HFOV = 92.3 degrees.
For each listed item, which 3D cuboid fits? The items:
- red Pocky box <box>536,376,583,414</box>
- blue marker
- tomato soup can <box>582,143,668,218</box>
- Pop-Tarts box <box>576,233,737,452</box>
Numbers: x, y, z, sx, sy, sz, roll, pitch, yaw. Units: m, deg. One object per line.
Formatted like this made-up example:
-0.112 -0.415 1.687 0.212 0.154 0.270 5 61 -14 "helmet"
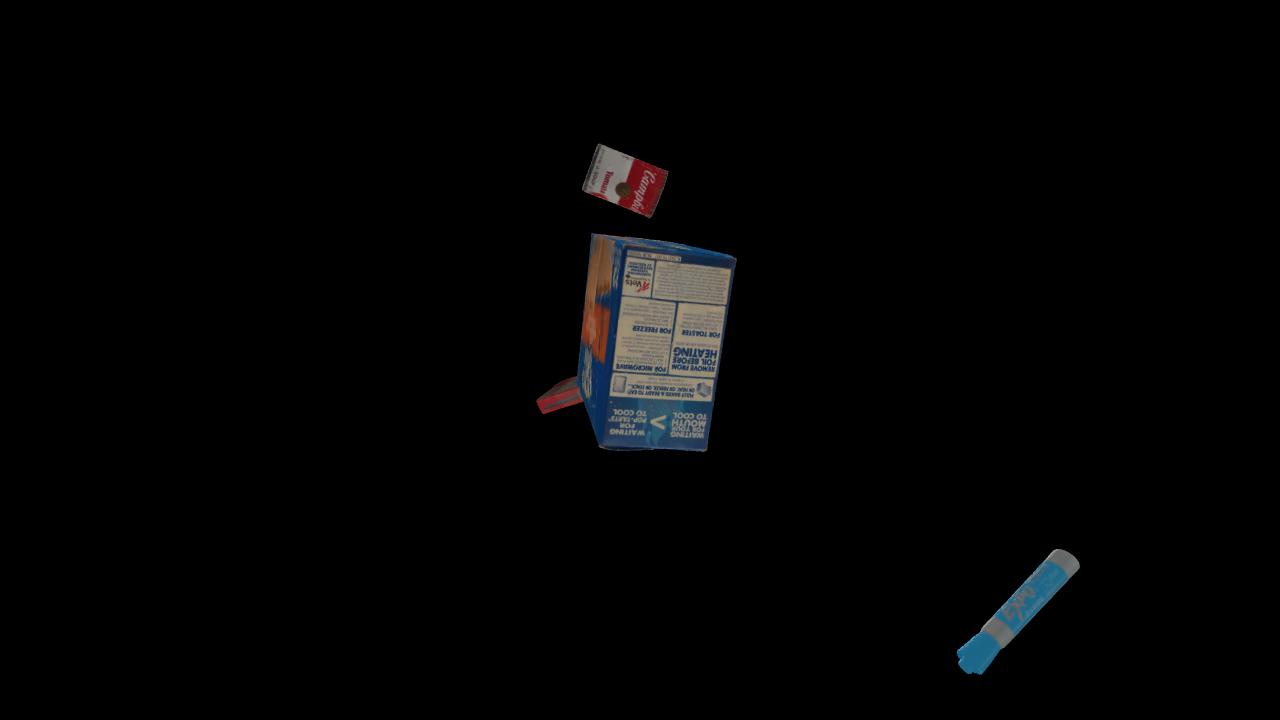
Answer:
-0.079 0.040 0.952 0.155 0.028 0.083 -18 12 28 "red Pocky box"
0.266 0.177 0.433 0.121 0.020 0.020 -32 12 -19 "blue marker"
-0.021 -0.242 0.831 0.101 0.068 0.068 20 -3 -9 "tomato soup can"
0.002 -0.024 0.489 0.083 0.141 0.167 4 13 -12 "Pop-Tarts box"
